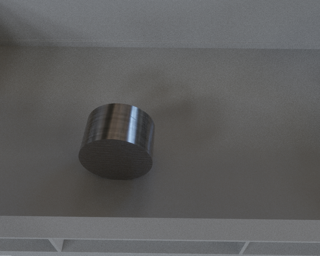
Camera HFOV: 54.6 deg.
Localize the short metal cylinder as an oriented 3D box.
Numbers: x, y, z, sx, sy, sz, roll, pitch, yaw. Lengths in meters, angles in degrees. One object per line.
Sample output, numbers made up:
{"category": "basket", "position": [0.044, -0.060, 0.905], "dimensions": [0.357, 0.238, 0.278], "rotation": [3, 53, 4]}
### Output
{"category": "short metal cylinder", "position": [-0.047, 0.017, 0.355], "dimensions": [0.080, 0.080, 0.050], "rotation": [2, 50, 1]}
